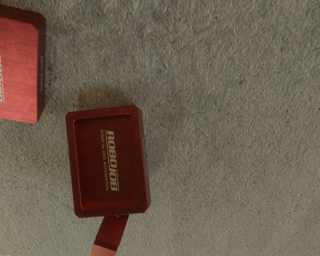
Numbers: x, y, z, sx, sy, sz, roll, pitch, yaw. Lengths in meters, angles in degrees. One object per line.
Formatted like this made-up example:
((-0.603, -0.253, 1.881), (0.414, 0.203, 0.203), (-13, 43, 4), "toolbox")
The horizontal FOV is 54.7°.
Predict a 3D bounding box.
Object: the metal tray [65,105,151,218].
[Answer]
((-0.063, 0.041, 0.386), (0.090, 0.030, 0.129), (-6, 89, 4), "metal tray")

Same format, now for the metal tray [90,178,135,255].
((-0.063, 0.132, 0.446), (0.030, 0.130, 0.089), (19, 130, -1), "metal tray")

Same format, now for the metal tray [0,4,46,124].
((-0.178, -0.069, 0.343), (0.091, 0.030, 0.129), (11, 129, -9), "metal tray")
